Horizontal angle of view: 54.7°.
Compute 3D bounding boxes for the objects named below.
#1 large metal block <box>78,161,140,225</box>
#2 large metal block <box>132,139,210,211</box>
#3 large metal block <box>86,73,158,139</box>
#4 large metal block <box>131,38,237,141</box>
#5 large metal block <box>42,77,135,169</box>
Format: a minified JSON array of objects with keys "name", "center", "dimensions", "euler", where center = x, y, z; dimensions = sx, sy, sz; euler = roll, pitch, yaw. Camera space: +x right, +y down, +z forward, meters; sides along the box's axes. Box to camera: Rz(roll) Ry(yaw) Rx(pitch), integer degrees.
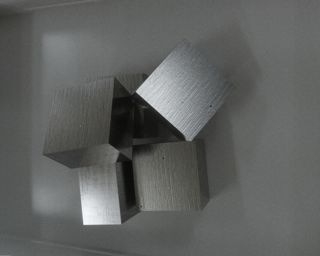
[{"name":"large metal block","center":[-0.058,0.073,0.399],"dimensions":[0.050,0.080,0.080],"euler":[-7,88,19]},{"name":"large metal block","center":[0.014,0.057,0.388],"dimensions":[0.080,0.050,0.080],"euler":[-6,88,19]},{"name":"large metal block","center":[-0.050,-0.027,0.412],"dimensions":[0.080,0.050,0.079],"euler":[-1,90,19]},{"name":"large metal block","center":[0.025,-0.042,0.359],"dimensions":[0.080,0.050,0.080],"euler":[42,82,-9]},{"name":"large metal block","center":[-0.078,-0.004,0.353],"dimensions":[0.080,0.050,0.080],"euler":[-10,61,19]}]
